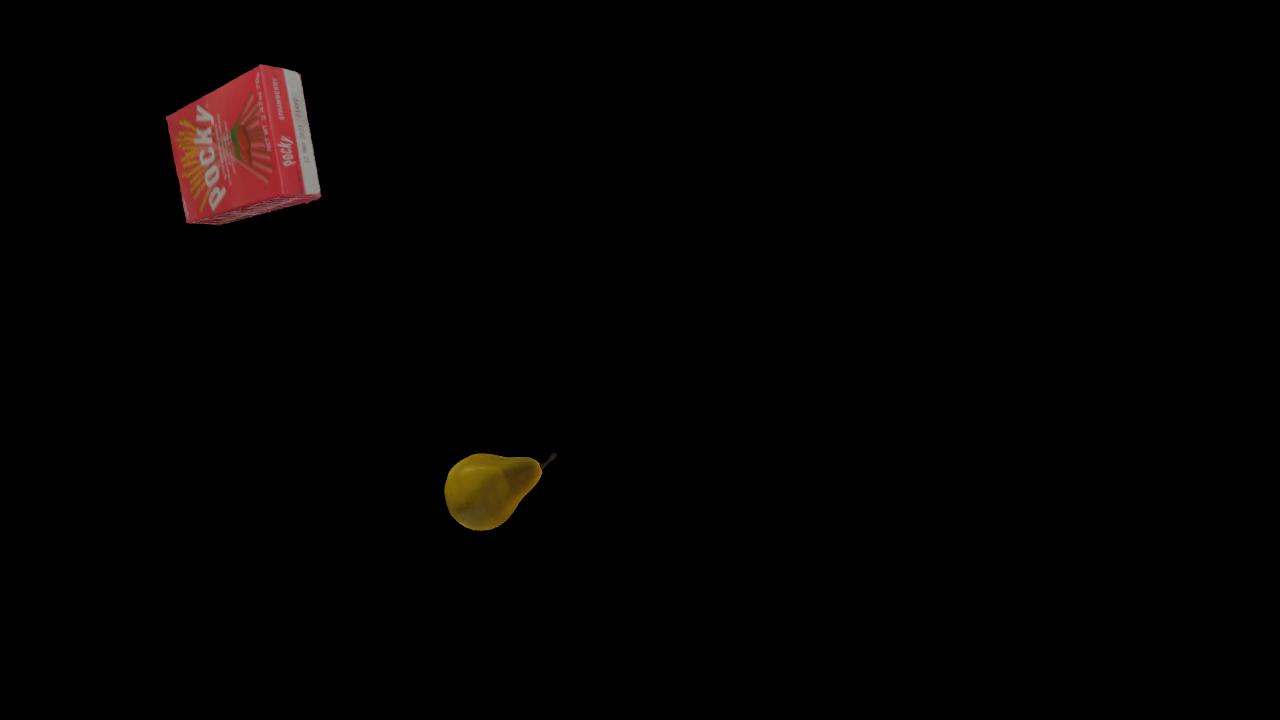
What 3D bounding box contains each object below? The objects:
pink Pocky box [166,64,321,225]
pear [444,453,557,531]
[{"bbox_3d":[-0.292,-0.149,0.448,0.155,0.084,0.029,0,10,34],"label":"pink Pocky box"},{"bbox_3d":[-0.136,0.126,0.620,0.111,0.080,0.080,-16,0,0],"label":"pear"}]
